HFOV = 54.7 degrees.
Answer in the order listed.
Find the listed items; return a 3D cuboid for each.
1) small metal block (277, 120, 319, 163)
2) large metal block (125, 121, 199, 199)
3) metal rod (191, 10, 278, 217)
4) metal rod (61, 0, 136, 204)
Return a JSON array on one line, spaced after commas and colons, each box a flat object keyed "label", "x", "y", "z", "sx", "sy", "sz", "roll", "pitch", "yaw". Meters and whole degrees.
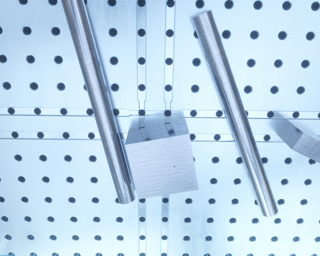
[{"label": "small metal block", "x": 0.192, "y": 0.018, "z": 0.410, "sx": 0.050, "sy": 0.050, "sz": 0.025, "roll": 25, "pitch": 108, "yaw": -9}, {"label": "large metal block", "x": 0.003, "y": 0.042, "z": 0.416, "sx": 0.080, "sy": 0.050, "sz": 0.079, "roll": -10, "pitch": 110, "yaw": 3}, {"label": "metal rod", "x": 0.106, "y": -0.005, "z": 0.412, "sx": 0.025, "sy": 0.025, "sz": 0.299, "roll": -21, "pitch": 109, "yaw": 7}, {"label": "metal rod", "x": -0.077, "y": -0.034, "z": 0.399, "sx": 0.025, "sy": 0.025, "sz": 0.298, "roll": -11, "pitch": 110, "yaw": 3}]
